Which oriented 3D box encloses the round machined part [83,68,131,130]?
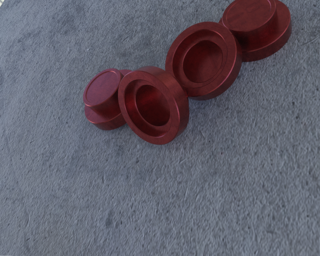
[{"bbox_3d":[-0.073,-0.049,0.455,0.098,0.042,0.098,-18,50,24],"label":"round machined part"}]

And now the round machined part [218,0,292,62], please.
[{"bbox_3d":[0.122,-0.140,0.415,0.098,0.042,0.098,-13,56,21],"label":"round machined part"}]

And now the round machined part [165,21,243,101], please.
[{"bbox_3d":[0.059,-0.082,0.400,0.098,0.042,0.098,-8,75,33],"label":"round machined part"}]

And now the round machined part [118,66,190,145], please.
[{"bbox_3d":[-0.003,-0.031,0.390,0.098,0.097,0.042,18,36,35],"label":"round machined part"}]
